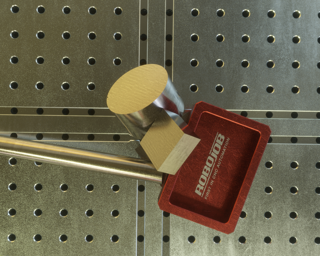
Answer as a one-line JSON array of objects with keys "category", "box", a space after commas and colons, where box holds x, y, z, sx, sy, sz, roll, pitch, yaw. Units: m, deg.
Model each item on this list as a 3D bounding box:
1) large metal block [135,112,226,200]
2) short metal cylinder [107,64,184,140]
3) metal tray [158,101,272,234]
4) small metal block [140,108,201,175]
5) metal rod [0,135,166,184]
[{"category": "large metal block", "box": [0.025, 0.035, 0.400, 0.080, 0.050, 0.080, -35, 90, 0]}, {"category": "short metal cylinder", "box": [-0.017, -0.032, 0.379, 0.080, 0.080, 0.050, -35, 133, 0]}, {"category": "metal tray", "box": [0.061, 0.044, 0.359, 0.090, 0.030, 0.129, 21, 90, 0]}, {"category": "small metal block", "box": [0.010, 0.015, 0.341, 0.025, 0.050, 0.050, 21, 111, -39]}, {"category": "metal rod", "box": [-0.142, 0.031, 0.382, 0.301, 0.025, 0.025, 8, 90, 11]}]
